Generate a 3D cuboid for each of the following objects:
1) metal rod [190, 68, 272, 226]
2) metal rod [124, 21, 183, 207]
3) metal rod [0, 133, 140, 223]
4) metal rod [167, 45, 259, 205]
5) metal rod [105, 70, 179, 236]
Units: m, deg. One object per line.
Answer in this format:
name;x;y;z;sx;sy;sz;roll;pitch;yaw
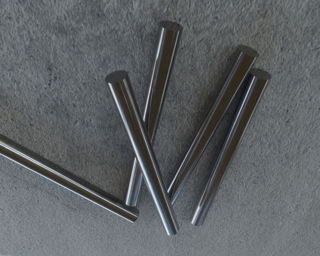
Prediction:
metal rod;0.090;0.050;0.450;0.025;0.025;0.298;7;130;-6
metal rod;-0.017;0.007;0.412;0.025;0.025;0.298;9;130;-7
metal rod;-0.151;0.072;0.466;0.301;0.025;0.025;37;121;-27
metal rod;0.051;0.025;0.428;0.025;0.025;0.298;14;129;-11
metal rod;-0.013;0.057;0.420;0.025;0.025;0.299;-10;130;8
